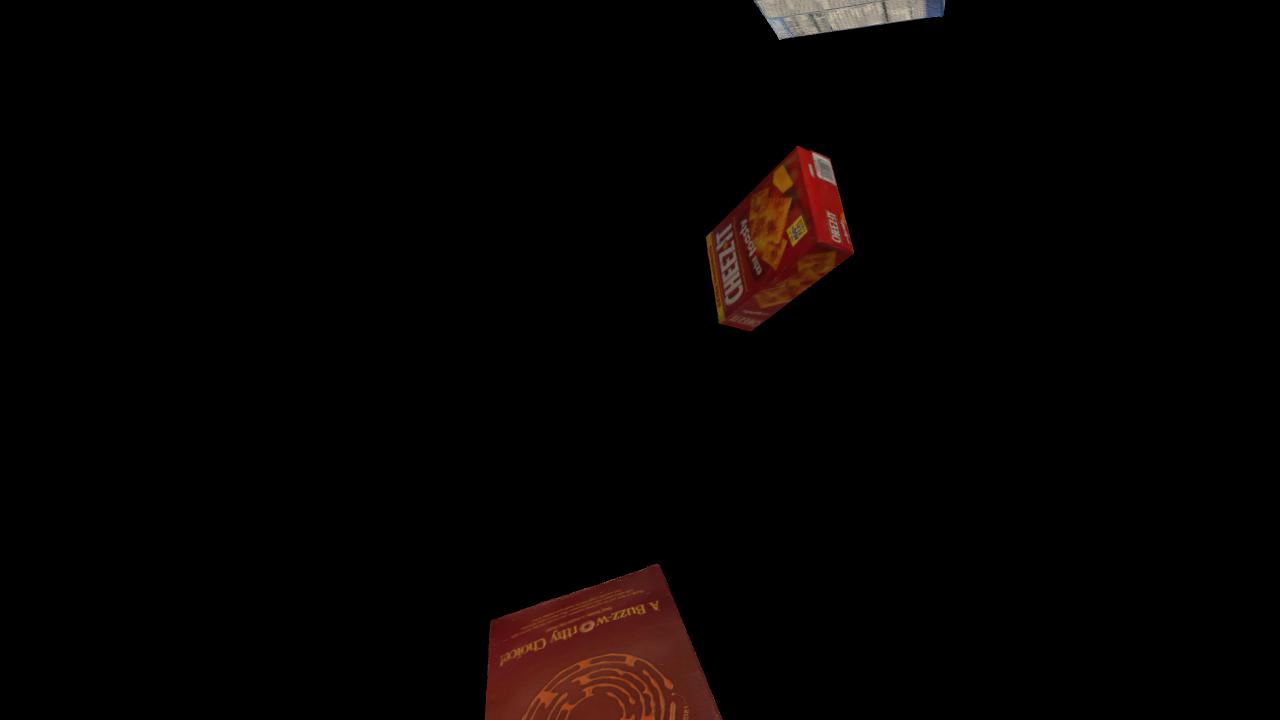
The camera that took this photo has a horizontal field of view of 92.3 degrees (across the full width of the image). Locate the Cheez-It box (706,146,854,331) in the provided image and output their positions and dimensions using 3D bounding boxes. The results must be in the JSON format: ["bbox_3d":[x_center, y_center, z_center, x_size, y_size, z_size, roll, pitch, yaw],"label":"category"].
[{"bbox_3d":[0.189,-0.166,0.883,0.071,0.166,0.223,11,-29,-26],"label":"Cheez-It box"}]

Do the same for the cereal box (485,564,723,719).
[{"bbox_3d":[-0.035,0.327,0.557,0.203,0.081,0.306,-17,17,-8],"label":"cereal box"}]

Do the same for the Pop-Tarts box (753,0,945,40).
[{"bbox_3d":[0.156,-0.321,0.463,0.141,0.083,0.167,5,8,26],"label":"Pop-Tarts box"}]
